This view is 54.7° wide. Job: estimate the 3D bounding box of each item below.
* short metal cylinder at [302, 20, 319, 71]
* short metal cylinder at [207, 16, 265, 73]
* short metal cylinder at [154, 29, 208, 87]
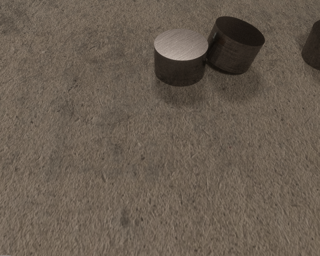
[{"bbox_3d":[0.281,-0.134,0.503,0.081,0.050,0.080,0,50,0],"label":"short metal cylinder"},{"bbox_3d":[0.115,-0.131,0.485,0.081,0.050,0.080,12,45,-12],"label":"short metal cylinder"},{"bbox_3d":[0.031,-0.110,0.480,0.081,0.050,0.080,0,50,0],"label":"short metal cylinder"}]
